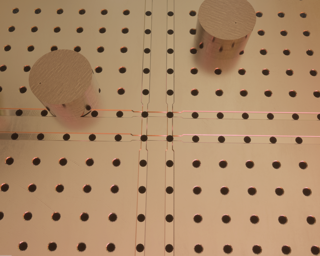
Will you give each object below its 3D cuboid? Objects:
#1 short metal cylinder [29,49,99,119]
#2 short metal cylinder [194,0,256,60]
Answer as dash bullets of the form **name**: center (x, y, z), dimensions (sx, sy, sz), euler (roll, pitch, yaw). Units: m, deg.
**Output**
- **short metal cylinder**: center (-0.127, -0.058, 0.419), dimensions (0.081, 0.050, 0.080), euler (0, 70, 0)
- **short metal cylinder**: center (0.093, -0.147, 0.453), dimensions (0.081, 0.050, 0.080), euler (0, 70, 0)
